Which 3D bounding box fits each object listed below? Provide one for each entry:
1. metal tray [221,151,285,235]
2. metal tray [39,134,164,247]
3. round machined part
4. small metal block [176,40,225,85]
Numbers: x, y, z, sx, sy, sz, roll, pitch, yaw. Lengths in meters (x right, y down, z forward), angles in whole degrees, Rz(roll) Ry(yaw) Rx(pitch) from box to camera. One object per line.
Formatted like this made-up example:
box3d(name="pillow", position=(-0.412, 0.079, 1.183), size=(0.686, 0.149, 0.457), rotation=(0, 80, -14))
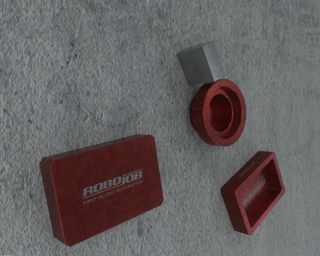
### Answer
box3d(name="metal tray", position=(0.166, 0.109, 0.540), size=(0.131, 0.030, 0.090), rotation=(-33, 111, -35))
box3d(name="metal tray", position=(-0.059, 0.063, 0.352), size=(0.131, 0.030, 0.089), rotation=(-14, 99, -39))
box3d(name="round machined part", position=(0.082, -0.022, 0.463), size=(0.099, 0.042, 0.097), rotation=(0, 90, -40))
box3d(name="small metal block", position=(0.057, -0.090, 0.436), size=(0.025, 0.050, 0.050), rotation=(-36, 113, -34))
